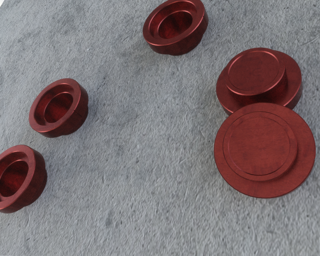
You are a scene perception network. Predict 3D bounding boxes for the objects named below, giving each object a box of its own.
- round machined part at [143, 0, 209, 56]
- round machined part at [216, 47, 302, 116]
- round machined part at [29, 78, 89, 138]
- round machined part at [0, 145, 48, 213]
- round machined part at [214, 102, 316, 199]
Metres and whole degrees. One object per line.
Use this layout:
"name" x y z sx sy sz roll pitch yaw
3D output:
"round machined part" 0.027 -0.149 0.471 0.098 0.042 0.098 -13 56 21
"round machined part" 0.114 -0.056 0.367 0.098 0.042 0.098 -13 56 21
"round machined part" -0.154 -0.027 0.491 0.098 0.042 0.098 -13 56 21
"round machined part" -0.207 0.077 0.455 0.098 0.042 0.098 -13 56 21
"round machined part" 0.102 0.021 0.310 0.098 0.042 0.098 -6 75 24
